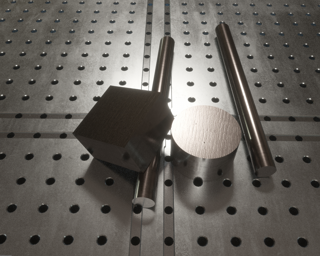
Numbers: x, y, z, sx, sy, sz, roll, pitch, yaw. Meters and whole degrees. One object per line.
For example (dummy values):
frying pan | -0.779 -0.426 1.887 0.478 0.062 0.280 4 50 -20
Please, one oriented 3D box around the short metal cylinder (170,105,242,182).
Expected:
short metal cylinder | 0.053 0.018 0.377 0.081 0.050 0.080 0 50 0

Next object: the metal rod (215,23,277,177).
metal rod | 0.118 -0.063 0.462 0.025 0.025 0.300 -2 50 -2

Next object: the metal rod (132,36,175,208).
metal rod | -0.003 -0.033 0.434 0.025 0.025 0.300 5 50 3

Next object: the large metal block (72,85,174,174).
large metal block | -0.041 -0.001 0.370 0.080 0.050 0.080 12 57 34
